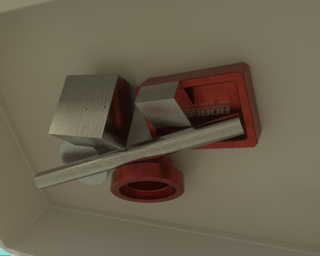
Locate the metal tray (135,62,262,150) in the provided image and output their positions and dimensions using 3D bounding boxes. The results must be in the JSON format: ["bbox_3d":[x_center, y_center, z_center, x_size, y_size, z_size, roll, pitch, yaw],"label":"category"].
[{"bbox_3d":[0.044,-0.020,0.366,0.130,0.030,0.090,-5,116,30],"label":"metal tray"}]

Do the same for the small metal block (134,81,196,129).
[{"bbox_3d":[0.007,-0.025,0.358,0.050,0.025,0.050,-5,143,30],"label":"small metal block"}]

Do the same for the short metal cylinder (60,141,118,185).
[{"bbox_3d":[-0.100,0.038,0.464,0.080,0.050,0.079,13,124,20],"label":"short metal cylinder"}]

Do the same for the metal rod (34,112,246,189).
[{"bbox_3d":[-0.042,0.036,0.396,0.300,0.025,0.025,-17,110,23],"label":"metal rod"}]

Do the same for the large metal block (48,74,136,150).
[{"bbox_3d":[-0.081,-0.020,0.390,0.080,0.080,0.050,4,162,27],"label":"large metal block"}]

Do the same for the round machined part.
[{"bbox_3d":[-0.016,0.067,0.423,0.099,0.042,0.098,0,149,0],"label":"round machined part"}]
